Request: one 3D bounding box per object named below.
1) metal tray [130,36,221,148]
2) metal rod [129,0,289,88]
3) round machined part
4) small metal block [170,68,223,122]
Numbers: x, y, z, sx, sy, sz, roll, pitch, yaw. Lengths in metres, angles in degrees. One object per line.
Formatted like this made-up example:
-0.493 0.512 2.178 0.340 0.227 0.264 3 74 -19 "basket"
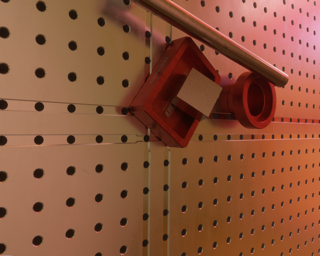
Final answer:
0.027 -0.049 0.427 0.090 0.030 0.130 44 63 -31 "metal tray"
0.085 -0.120 0.435 0.302 0.025 0.025 19 78 -34 "metal rod"
0.153 -0.047 0.526 0.099 0.042 0.097 0 90 -40 "round machined part"
0.050 -0.045 0.421 0.050 0.025 0.050 33 67 -9 "small metal block"
